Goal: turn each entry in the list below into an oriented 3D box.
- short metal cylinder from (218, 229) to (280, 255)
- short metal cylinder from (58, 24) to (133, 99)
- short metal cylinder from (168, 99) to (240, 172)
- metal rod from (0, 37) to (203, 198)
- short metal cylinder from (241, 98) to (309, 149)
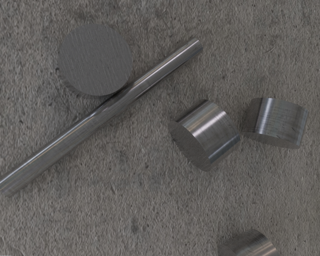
[{"bbox_3d":[0.125,0.188,0.426,0.050,0.080,0.080,-21,97,-19],"label":"short metal cylinder"},{"bbox_3d":[-0.078,-0.076,0.367,0.081,0.050,0.079,0,90,-20],"label":"short metal cylinder"},{"bbox_3d":[0.056,0.010,0.400,0.050,0.080,0.080,-37,102,-16],"label":"short metal cylinder"},{"bbox_3d":[-0.062,-0.023,0.385,0.301,0.025,0.025,-39,103,-16],"label":"metal rod"},{"bbox_3d":[0.162,-0.006,0.440,0.081,0.080,0.050,19,84,-19],"label":"short metal cylinder"}]
